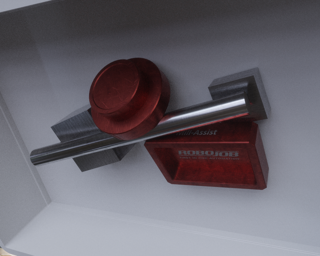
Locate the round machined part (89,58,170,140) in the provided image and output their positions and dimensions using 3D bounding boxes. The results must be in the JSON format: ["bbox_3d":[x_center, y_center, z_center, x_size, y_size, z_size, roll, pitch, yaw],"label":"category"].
[{"bbox_3d":[-0.041,-0.039,0.353,0.098,0.098,0.042,-4,157,30],"label":"round machined part"}]

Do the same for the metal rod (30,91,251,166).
[{"bbox_3d":[-0.043,0.008,0.375,0.300,0.025,0.025,-14,111,26],"label":"metal rod"}]

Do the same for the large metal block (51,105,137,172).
[{"bbox_3d":[-0.093,0.009,0.442,0.080,0.050,0.080,-19,109,35],"label":"large metal block"}]

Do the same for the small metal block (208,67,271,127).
[{"bbox_3d":[0.088,-0.033,0.339,0.050,0.025,0.050,-12,113,33],"label":"small metal block"}]

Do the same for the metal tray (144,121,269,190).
[{"bbox_3d":[0.057,0.035,0.376,0.130,0.030,0.090,-2,137,28],"label":"metal tray"}]
